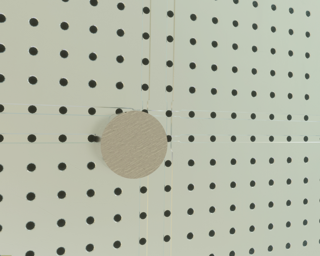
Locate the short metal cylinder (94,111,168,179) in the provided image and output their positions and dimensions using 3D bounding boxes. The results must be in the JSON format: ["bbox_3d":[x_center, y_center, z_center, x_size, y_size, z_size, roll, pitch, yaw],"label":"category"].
[{"bbox_3d":[-0.037,0.019,0.385,0.081,0.050,0.080,0,90,-20],"label":"short metal cylinder"}]
